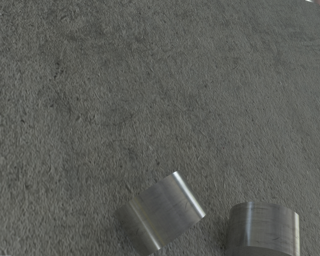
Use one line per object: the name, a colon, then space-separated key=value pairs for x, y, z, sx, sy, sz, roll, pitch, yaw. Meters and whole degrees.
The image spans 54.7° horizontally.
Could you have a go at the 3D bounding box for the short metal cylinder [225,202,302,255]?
short metal cylinder: x=0.118 y=0.126 z=0.355 sx=0.080 sy=0.080 sz=0.050 roll=26 pitch=53 yaw=-12

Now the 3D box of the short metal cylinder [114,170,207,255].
short metal cylinder: x=0.001 y=0.086 z=0.316 sx=0.081 sy=0.080 sz=0.050 roll=-25 pitch=76 yaw=-37
